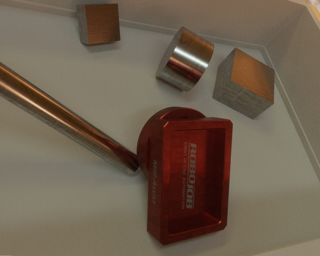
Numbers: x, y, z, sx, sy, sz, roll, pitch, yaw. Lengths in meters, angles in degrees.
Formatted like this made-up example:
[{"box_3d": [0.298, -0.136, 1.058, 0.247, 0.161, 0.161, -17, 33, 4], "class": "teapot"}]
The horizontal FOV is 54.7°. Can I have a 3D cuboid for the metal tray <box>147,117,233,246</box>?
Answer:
[{"box_3d": [0.034, 0.054, 0.344, 0.091, 0.030, 0.129, -2, 98, -30], "class": "metal tray"}]

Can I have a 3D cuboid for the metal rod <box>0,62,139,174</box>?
[{"box_3d": [-0.126, -0.033, 0.277, 0.301, 0.025, 0.025, 39, 46, -36], "class": "metal rod"}]

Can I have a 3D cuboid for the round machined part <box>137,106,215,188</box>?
[{"box_3d": [0.016, 0.023, 0.372, 0.099, 0.042, 0.097, -5, 99, -30], "class": "round machined part"}]

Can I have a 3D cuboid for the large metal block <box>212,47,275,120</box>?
[{"box_3d": [0.139, -0.073, 0.512, 0.080, 0.050, 0.080, 26, 52, -12], "class": "large metal block"}]

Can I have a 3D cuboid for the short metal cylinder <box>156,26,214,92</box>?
[{"box_3d": [0.035, -0.100, 0.452, 0.050, 0.080, 0.080, 26, 52, -12], "class": "short metal cylinder"}]

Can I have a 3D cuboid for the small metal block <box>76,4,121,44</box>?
[{"box_3d": [-0.085, -0.146, 0.432, 0.050, 0.050, 0.025, -19, 29, -36], "class": "small metal block"}]
